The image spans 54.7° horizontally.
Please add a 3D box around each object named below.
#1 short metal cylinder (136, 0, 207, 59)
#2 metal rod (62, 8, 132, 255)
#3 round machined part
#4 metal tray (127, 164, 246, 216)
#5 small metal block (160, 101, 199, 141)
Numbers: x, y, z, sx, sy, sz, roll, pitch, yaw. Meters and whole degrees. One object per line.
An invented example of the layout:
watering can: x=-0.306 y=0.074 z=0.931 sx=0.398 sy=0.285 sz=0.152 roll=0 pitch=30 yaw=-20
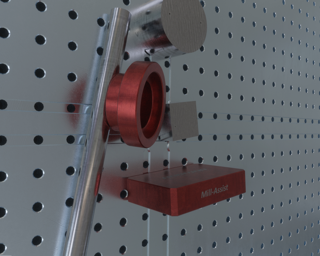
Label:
short metal cylinder: x=0.016 y=-0.134 z=0.406 sx=0.081 sy=0.050 sz=0.079 roll=0 pitch=90 yaw=-40
metal rod: x=-0.071 y=0.009 z=0.350 sx=0.025 sy=0.025 sz=0.299 roll=16 pitch=80 yaw=-39
round machined part: x=-0.028 y=-0.028 z=0.356 sx=0.098 sy=0.042 sz=0.097 roll=6 pitch=91 yaw=-73
metal tray: x=0.035 y=0.073 z=0.397 sx=0.131 sy=0.090 sz=0.030 roll=-5 pitch=94 yaw=-40
small metal block: x=0.026 y=-0.010 z=0.431 sx=0.050 sy=0.025 sz=0.050 roll=-10 pitch=96 yaw=-40
